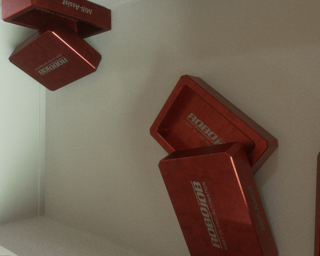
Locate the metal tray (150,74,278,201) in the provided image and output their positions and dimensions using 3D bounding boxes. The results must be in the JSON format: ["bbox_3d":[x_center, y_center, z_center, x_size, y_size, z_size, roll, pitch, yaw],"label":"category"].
[{"bbox_3d":[0.054,0.010,0.357,0.130,0.030,0.089,46,117,30],"label":"metal tray"}]

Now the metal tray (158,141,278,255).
[{"bbox_3d":[0.059,0.085,0.327,0.090,0.030,0.129,-13,100,41],"label":"metal tray"}]

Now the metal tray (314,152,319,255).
[{"bbox_3d":[0.151,0.086,0.238,0.030,0.090,0.129,1,91,8],"label":"metal tray"}]

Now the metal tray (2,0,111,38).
[{"bbox_3d":[-0.149,-0.167,0.458,0.090,0.131,0.030,-1,89,40],"label":"metal tray"}]

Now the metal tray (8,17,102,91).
[{"bbox_3d":[-0.170,-0.112,0.500,0.130,0.090,0.030,-14,49,39],"label":"metal tray"}]
